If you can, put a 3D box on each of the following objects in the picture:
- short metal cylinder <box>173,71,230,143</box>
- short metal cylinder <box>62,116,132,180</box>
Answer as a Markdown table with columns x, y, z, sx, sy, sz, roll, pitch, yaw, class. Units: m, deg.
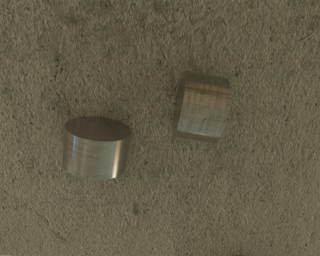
| x | y | z | sx | sy | sz | roll | pitch | yaw | class |
| --- | --- | --- | --- | --- | --- | --- | --- | --- | --- |
| 0.047 | -0.025 | 0.372 | 0.050 | 0.080 | 0.079 | 9 | 110 | -4 | short metal cylinder |
| -0.079 | 0.023 | 0.388 | 0.081 | 0.080 | 0.050 | 9 | 110 | -4 | short metal cylinder |
